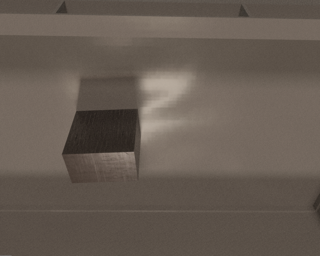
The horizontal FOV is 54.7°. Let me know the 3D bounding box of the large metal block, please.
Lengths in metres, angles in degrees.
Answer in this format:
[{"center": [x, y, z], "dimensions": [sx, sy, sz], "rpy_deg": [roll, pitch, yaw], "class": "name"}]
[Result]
[{"center": [-0.068, 0.021, 0.390], "dimensions": [0.081, 0.080, 0.050], "rpy_deg": [-2, 130, 1], "class": "large metal block"}]
